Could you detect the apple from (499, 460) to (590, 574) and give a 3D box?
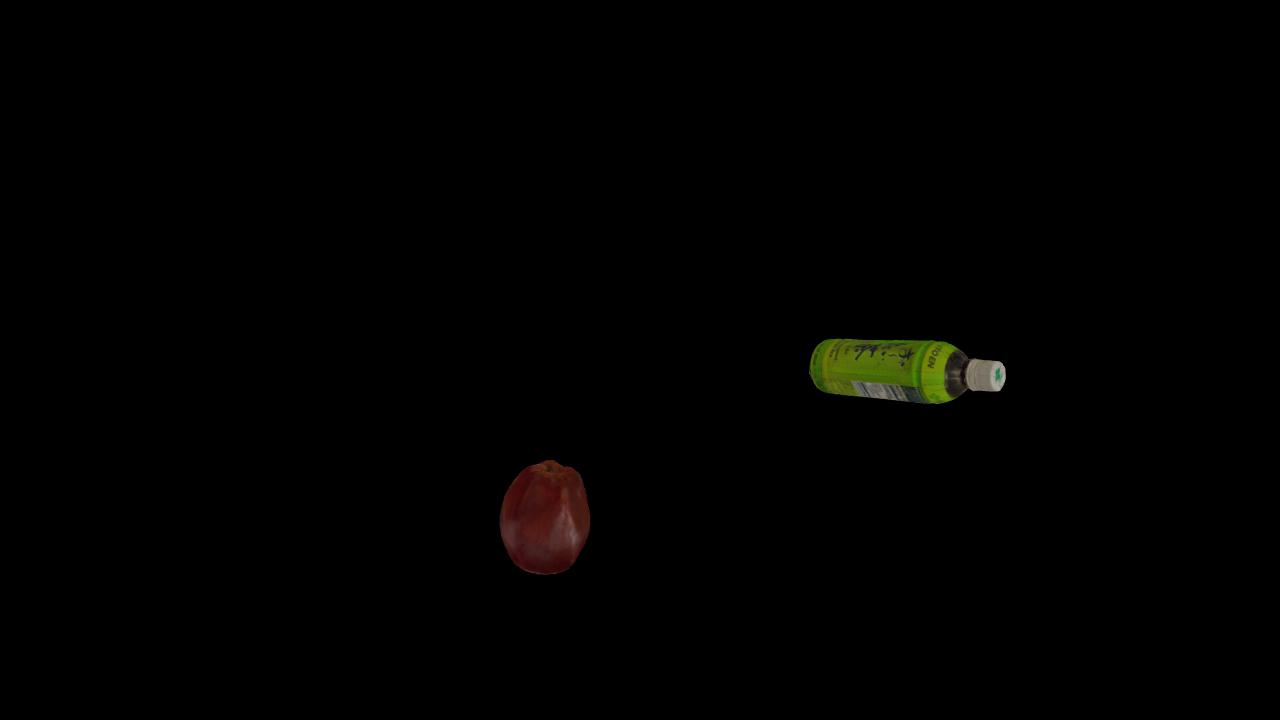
[{"bbox_3d":[-0.081,0.135,0.526,0.079,0.093,0.079,5,13,-1],"label":"apple"}]

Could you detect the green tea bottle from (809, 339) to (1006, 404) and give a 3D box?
[{"bbox_3d":[0.292,0.012,0.688,0.073,0.073,0.212,0,4,-34],"label":"green tea bottle"}]
